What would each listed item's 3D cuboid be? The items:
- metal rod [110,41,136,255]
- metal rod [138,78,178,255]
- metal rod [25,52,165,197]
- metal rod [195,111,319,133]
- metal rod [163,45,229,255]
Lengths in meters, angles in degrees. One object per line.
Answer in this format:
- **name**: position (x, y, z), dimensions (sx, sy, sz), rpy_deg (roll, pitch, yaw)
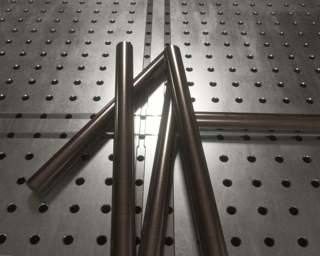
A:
- **metal rod**: position (-0.044, 0.006, 0.379), dimensions (0.025, 0.025, 0.299), rpy_deg (-2, 57, -2)
- **metal rod**: position (0.005, 0.040, 0.373), dimensions (0.025, 0.025, 0.300), rpy_deg (6, 50, 4)
- **metal rod**: position (-0.061, -0.028, 0.429), dimensions (0.025, 0.025, 0.301), rpy_deg (26, 54, 20)
- **metal rod**: position (0.193, -0.006, 0.415), dimensions (0.302, 0.025, 0.025), rpy_deg (1, 50, 0)
- **metal rod**: position (0.036, 0.010, 0.378), dimensions (0.025, 0.025, 0.299), rpy_deg (-5, 57, -5)
